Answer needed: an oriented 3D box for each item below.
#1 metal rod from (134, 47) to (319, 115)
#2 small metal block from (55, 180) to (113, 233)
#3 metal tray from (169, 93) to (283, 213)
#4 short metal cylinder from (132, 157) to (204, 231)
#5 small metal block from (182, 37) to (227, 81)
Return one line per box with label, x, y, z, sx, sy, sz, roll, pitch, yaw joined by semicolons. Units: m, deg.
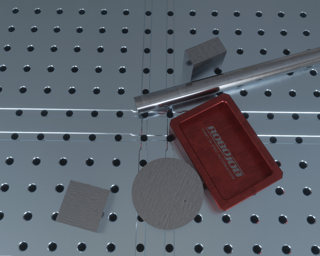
metal rod;0.112;-0.071;0.438;0.302;0.025;0.025;-16;71;-6
small metal block;-0.090;0.095;0.376;0.050;0.025;0.050;14;71;5
metal tray;0.081;0.029;0.398;0.090;0.030;0.130;-27;72;-10
short metal cylinder;0.009;0.080;0.369;0.081;0.050;0.080;0;70;0
small metal block;0.061;-0.094;0.433;0.050;0.050;0.025;-24;72;-9
